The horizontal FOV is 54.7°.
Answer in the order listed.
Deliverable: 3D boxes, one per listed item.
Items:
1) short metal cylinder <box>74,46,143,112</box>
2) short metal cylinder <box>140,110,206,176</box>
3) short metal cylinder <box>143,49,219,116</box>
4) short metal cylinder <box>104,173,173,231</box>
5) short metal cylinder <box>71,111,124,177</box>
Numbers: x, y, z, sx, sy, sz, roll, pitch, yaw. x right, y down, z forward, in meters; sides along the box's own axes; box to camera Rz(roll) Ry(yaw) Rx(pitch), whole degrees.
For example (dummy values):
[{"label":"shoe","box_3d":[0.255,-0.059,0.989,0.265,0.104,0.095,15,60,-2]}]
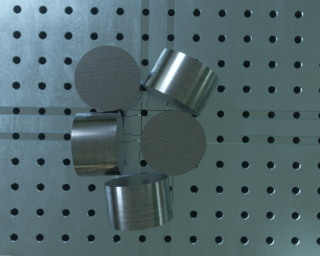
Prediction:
[{"label":"short metal cylinder","box_3d":[-0.063,-0.060,0.400,0.080,0.050,0.079,0,90,1]},{"label":"short metal cylinder","box_3d":[0.016,0.018,0.401,0.081,0.050,0.079,0,91,-1]},{"label":"short metal cylinder","box_3d":[0.026,-0.056,0.386,0.080,0.080,0.050,28,89,0]},{"label":"short metal cylinder","box_3d":[-0.026,0.089,0.385,0.080,0.080,0.050,-6,91,0]},{"label":"short metal cylinder","box_3d":[-0.074,0.020,0.386,0.050,0.080,0.080,-2,90,-1]}]
